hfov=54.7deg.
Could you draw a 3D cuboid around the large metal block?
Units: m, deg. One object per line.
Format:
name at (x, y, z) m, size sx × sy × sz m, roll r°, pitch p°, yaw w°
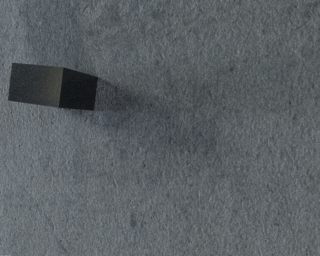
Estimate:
large metal block at (-0.145, -0.055, 0.429) m, size 0.080 × 0.080 × 0.050 m, roll 8°, pitch 93°, yaw 19°
